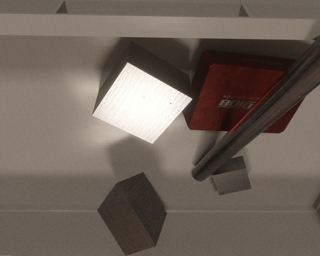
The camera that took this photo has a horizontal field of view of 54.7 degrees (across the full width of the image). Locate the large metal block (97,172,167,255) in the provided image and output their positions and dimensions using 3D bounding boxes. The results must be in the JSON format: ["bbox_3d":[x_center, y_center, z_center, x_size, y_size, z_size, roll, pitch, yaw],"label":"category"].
[{"bbox_3d":[-0.038,0.125,0.462,0.050,0.080,0.080,-25,101,19],"label":"large metal block"}]

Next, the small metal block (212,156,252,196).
[{"bbox_3d":[0.108,0.073,0.474,0.050,0.025,0.050,-15,129,12],"label":"small metal block"}]

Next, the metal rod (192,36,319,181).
[{"bbox_3d":[0.089,0.007,0.339,0.025,0.025,0.299,9,154,-8],"label":"metal rod"}]

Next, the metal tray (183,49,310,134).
[{"bbox_3d":[0.101,-0.038,0.361,0.131,0.030,0.089,2,131,-16],"label":"metal tray"}]

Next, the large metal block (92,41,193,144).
[{"bbox_3d":[-0.021,-0.039,0.359,0.080,0.050,0.080,27,125,-21],"label":"large metal block"}]
